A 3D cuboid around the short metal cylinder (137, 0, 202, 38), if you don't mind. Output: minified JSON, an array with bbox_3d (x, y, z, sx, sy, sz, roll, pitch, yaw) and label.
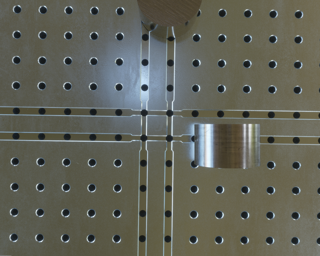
[{"bbox_3d":[0.012,-0.163,0.401,0.081,0.050,0.080,0,90,0],"label":"short metal cylinder"}]

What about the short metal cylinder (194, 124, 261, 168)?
[{"bbox_3d":[0.083,0.020,0.386,0.081,0.080,0.050,0,90,0],"label":"short metal cylinder"}]
